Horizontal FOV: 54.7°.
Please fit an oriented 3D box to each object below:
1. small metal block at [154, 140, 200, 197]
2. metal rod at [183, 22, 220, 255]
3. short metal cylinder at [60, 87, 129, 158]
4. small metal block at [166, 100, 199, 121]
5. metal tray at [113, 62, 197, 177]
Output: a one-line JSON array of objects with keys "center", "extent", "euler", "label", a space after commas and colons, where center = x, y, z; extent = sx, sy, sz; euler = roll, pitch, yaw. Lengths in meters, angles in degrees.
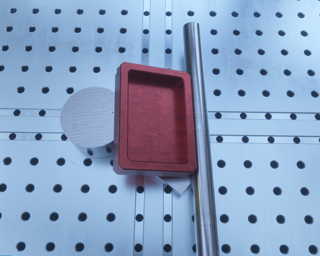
[{"center": [0.022, 0.051, 0.392], "extent": [0.050, 0.025, 0.050], "euler": [37, 74, 12], "label": "small metal block"}, {"center": [0.048, -0.001, 0.386], "extent": [0.025, 0.025, 0.299], "euler": [-1, 70, -1], "label": "metal rod"}, {"center": [-0.081, -0.006, 0.399], "extent": [0.081, 0.050, 0.080], "euler": [0, 70, 0], "label": "short metal cylinder"}, {"center": [0.032, -0.031, 0.424], "extent": [0.050, 0.025, 0.050], "euler": [-14, 71, -6], "label": "small metal block"}, {"center": [-0.007, -0.010, 0.370], "extent": [0.091, 0.030, 0.130], "euler": [6, 69, -19], "label": "metal tray"}]
